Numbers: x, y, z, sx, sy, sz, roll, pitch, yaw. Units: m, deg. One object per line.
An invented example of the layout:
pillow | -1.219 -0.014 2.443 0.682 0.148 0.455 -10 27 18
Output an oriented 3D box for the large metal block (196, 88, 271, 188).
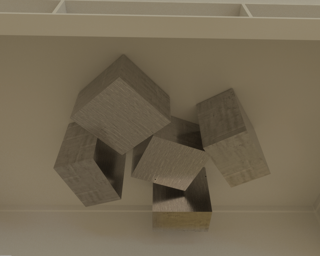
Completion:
large metal block | 0.089 0.012 0.382 0.050 0.080 0.080 -25 126 19

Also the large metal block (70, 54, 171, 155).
large metal block | -0.044 -0.025 0.368 0.080 0.050 0.080 -35 123 25

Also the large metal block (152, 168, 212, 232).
large metal block | 0.030 0.106 0.462 0.081 0.080 0.050 1 130 -1

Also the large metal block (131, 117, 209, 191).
large metal block | 0.013 0.033 0.419 0.081 0.050 0.079 17 128 -15

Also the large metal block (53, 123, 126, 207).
large metal block | -0.086 0.043 0.407 0.050 0.080 0.080 -15 129 12
